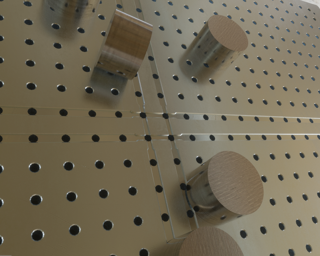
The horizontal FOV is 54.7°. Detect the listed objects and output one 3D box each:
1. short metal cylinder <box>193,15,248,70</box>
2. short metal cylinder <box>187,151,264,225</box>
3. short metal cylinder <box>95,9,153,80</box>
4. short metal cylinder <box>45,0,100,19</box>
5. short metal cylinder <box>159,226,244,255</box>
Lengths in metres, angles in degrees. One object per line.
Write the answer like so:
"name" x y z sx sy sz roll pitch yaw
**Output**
"short metal cylinder" 0.105 -0.148 0.539 0.081 0.050 0.080 14 56 -21
"short metal cylinder" 0.081 0.075 0.389 0.081 0.050 0.080 14 56 -21
"short metal cylinder" -0.049 -0.110 0.413 0.050 0.080 0.080 19 54 -17
"short metal cylinder" -0.124 -0.207 0.451 0.081 0.050 0.080 14 56 -21
"short metal cylinder" 0.043 0.149 0.324 0.081 0.050 0.080 14 56 -21
